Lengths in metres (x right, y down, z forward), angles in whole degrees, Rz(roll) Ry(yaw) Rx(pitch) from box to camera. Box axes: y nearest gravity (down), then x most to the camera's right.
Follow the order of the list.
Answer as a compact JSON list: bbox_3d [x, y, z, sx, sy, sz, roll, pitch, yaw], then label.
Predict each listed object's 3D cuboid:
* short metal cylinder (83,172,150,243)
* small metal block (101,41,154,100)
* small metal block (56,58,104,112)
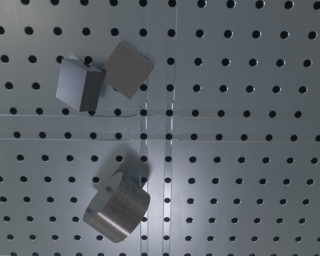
[{"bbox_3d":[-0.059,0.107,0.423,0.050,0.080,0.080,41,105,-14],"label":"short metal cylinder"},{"bbox_3d":[-0.042,-0.072,0.386,0.050,0.025,0.050,35,106,-12],"label":"small metal block"},{"bbox_3d":[-0.099,-0.053,0.379,0.050,0.025,0.050,29,113,33],"label":"small metal block"}]
